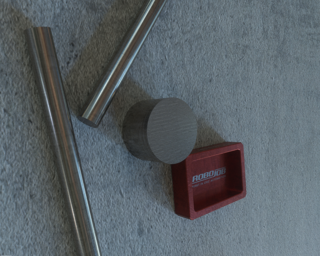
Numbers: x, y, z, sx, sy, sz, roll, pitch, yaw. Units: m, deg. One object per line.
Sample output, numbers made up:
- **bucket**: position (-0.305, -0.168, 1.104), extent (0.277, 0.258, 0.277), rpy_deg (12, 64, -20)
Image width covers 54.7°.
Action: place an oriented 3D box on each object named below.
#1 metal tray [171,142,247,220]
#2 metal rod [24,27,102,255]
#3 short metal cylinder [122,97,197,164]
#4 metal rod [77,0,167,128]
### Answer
- **metal tray**: position (0.077, 0.074, 0.465), extent (0.131, 0.030, 0.089), rpy_deg (-8, 96, -40)
- **metal rod**: position (-0.094, 0.049, 0.326), extent (0.025, 0.025, 0.298), rpy_deg (-17, 101, -39)
- **short metal cylinder**: position (0.000, 0.003, 0.389), extent (0.081, 0.050, 0.080), rpy_deg (0, 90, -40)
- **metal rod**: position (-0.019, -0.134, 0.388), extent (0.025, 0.025, 0.300), rpy_deg (39, 66, -33)
